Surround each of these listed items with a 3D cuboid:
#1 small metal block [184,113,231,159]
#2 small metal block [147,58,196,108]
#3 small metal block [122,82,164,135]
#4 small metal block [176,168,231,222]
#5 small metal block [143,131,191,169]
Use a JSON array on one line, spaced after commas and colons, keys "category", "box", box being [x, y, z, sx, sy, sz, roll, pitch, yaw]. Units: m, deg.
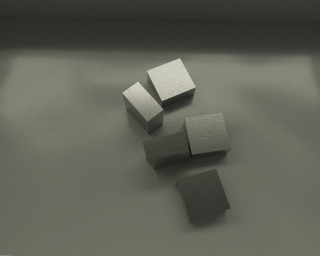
[{"category": "small metal block", "box": [0.061, 0.011, 0.407, 0.050, 0.025, 0.050, -8, 70, -4]}, {"category": "small metal block", "box": [0.015, -0.062, 0.433, 0.050, 0.025, 0.050, -23, 72, -9]}, {"category": "small metal block", "box": [-0.021, -0.025, 0.405, 0.025, 0.050, 0.050, -38, 75, -13]}, {"category": "small metal block", "box": [0.052, 0.083, 0.380, 0.050, 0.025, 0.050, -15, 71, -6]}, {"category": "small metal block", "box": [0.010, 0.029, 0.383, 0.050, 0.050, 0.025, -15, 71, 3]}]
